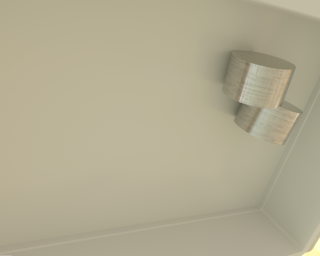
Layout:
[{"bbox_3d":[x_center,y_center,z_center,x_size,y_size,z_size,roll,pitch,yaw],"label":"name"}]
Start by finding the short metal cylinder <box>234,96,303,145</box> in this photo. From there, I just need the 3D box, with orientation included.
[{"bbox_3d":[0.155,-0.018,0.446,0.081,0.080,0.050,8,115,-32],"label":"short metal cylinder"}]

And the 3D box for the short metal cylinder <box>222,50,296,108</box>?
[{"bbox_3d":[0.126,-0.065,0.402,0.081,0.080,0.050,-4,120,-27],"label":"short metal cylinder"}]
